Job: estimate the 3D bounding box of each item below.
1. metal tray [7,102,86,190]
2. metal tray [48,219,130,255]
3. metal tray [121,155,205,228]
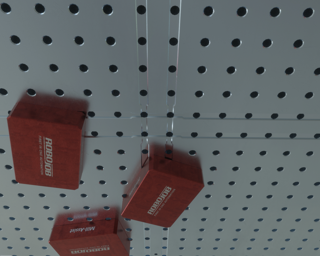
[{"bbox_3d":[-0.155,0.030,0.433,0.091,0.030,0.129,9,130,-8],"label":"metal tray"},{"bbox_3d":[-0.132,0.219,0.593,0.130,0.030,0.090,-10,130,8],"label":"metal tray"},{"bbox_3d":[0.001,0.106,0.499,0.091,0.030,0.129,18,128,-15],"label":"metal tray"}]
